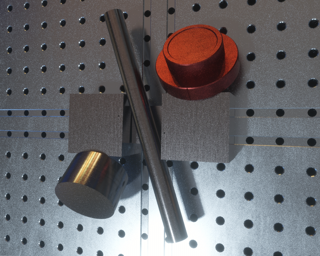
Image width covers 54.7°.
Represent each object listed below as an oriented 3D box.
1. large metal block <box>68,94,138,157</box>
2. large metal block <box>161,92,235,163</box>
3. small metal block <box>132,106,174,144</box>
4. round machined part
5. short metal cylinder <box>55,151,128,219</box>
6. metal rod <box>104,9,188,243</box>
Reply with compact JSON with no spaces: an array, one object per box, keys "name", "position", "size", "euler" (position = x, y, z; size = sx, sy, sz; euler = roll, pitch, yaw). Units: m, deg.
[{"name":"large metal block","position":[-0.076,-0.005,0.427],"size":[0.080,0.050,0.079],"euler":[2,91,20]},{"name":"large metal block","position":[0.048,-0.001,0.383],"size":[0.080,0.050,0.079],"euler":[1,90,20]},{"name":"small metal block","position":[-0.009,-0.004,0.416],"size":[0.050,0.025,0.050],"euler":[1,90,20]},{"name":"round machined part","position":[0.041,-0.083,0.363],"size":[0.098,0.042,0.098],"euler":[-9,53,12]},{"name":"short metal cylinder","position":[-0.088,0.076,0.408],"size":[0.080,0.050,0.080],"euler":[11,136,11]},{"name":"metal rod","position":[-0.020,-0.007,0.392],"size":[0.025,0.025,0.299],"euler":[-18,84,19]}]
